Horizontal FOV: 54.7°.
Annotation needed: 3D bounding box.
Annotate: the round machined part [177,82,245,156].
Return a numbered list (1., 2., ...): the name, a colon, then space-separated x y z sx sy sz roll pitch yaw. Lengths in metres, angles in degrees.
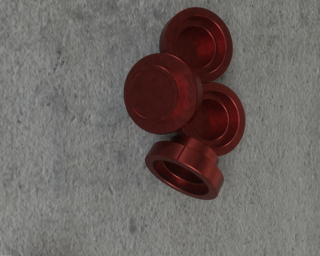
1. round machined part: 0.064 -0.011 0.422 0.099 0.042 0.097 1 86 -23

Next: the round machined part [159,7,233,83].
1. round machined part: 0.045 -0.107 0.418 0.099 0.042 0.097 0 90 -21

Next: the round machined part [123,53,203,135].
1. round machined part: -0.002 -0.040 0.370 0.042 0.098 0.097 -14 97 -64

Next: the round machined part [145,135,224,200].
1. round machined part: 0.034 0.045 0.386 0.098 0.098 0.042 39 63 -16
